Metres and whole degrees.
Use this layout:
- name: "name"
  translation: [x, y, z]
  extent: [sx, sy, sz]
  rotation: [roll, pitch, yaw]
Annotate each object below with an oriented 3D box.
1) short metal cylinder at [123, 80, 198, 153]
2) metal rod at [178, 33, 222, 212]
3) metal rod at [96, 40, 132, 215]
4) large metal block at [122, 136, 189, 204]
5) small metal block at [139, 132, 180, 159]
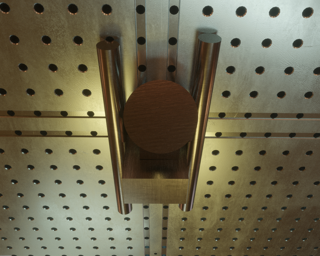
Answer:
- name: "short metal cylinder"
  translation: [0.001, -0.011, 0.358]
  extent: [0.081, 0.050, 0.080]
  rotation: [0, 86, -1]
- name: "metal rod"
  translation: [0.048, 0.017, 0.427]
  extent: [0.025, 0.025, 0.298]
  rotation: [1, 130, -1]
- name: "metal rod"
  translation: [-0.058, 0.024, 0.431]
  extent: [0.025, 0.025, 0.298]
  rotation: [0, 130, -1]
- name: "large metal block"
  translation: [-0.006, 0.054, 0.418]
  extent: [0.081, 0.080, 0.050]
  rotation: [1, 130, -1]
- name: "small metal block"
  translation: [-0.001, 0.014, 0.407]
  extent: [0.050, 0.050, 0.025]
  rotation: [1, 130, -2]
